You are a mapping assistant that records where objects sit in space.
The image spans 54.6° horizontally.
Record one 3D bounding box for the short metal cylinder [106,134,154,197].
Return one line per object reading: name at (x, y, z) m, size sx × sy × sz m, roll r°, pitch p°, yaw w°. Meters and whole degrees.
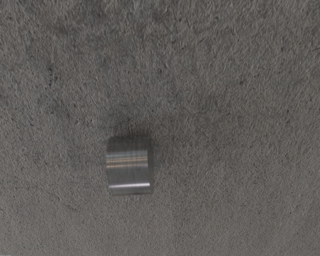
short metal cylinder at (-0.037, 0.049, 0.412) m, size 0.050 × 0.080 × 0.080 m, roll -4°, pitch 130°, yaw 3°
